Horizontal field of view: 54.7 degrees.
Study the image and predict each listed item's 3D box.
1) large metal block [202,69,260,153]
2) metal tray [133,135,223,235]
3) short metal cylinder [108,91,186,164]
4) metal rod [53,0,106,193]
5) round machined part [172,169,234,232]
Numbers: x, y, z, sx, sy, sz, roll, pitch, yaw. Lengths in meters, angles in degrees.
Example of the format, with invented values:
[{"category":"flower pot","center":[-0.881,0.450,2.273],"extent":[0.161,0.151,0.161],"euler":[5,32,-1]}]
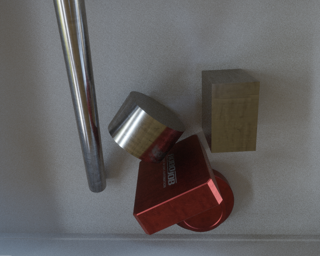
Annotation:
[{"category":"large metal block","center":[0.081,-0.024,0.374],"extent":[0.050,0.080,0.079],"euler":[-3,110,1]},{"category":"metal tray","center":[0.018,0.062,0.378],"extent":[0.090,0.130,0.030],"euler":[-26,108,9]},{"category":"short metal cylinder","center":[-0.016,-0.002,0.381],"extent":[0.080,0.080,0.050],"euler":[32,107,-12]},{"category":"metal rod","center":[-0.081,-0.024,0.338],"extent":[0.025,0.025,0.298],"euler":[3,135,-2]},{"category":"round machined part","center":[0.057,0.108,0.443],"extent":[0.099,0.042,0.097],"euler":[0,110,-1]}]
